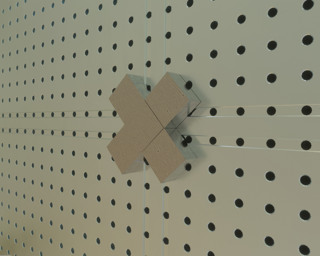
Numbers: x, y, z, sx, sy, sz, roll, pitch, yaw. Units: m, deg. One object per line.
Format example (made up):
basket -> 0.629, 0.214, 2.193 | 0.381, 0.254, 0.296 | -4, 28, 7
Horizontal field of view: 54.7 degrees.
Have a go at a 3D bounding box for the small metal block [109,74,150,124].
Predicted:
small metal block -> -0.040, -0.040, 0.440 | 0.050, 0.025, 0.050 | -48, 62, 29

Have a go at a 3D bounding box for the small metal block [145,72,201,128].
small metal block -> 0.015, -0.035, 0.394 | 0.050, 0.025, 0.050 | -48, 62, 29

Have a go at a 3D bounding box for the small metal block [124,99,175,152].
small metal block -> -0.015, -0.003, 0.418 | 0.050, 0.025, 0.050 | -48, 62, 29

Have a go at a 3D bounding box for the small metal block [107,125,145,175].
small metal block -> -0.043, 0.030, 0.443 | 0.050, 0.025, 0.050 | -48, 62, 29

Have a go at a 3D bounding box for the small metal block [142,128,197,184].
small metal block -> 0.011, 0.035, 0.398 | 0.050, 0.025, 0.050 | -48, 62, 29
